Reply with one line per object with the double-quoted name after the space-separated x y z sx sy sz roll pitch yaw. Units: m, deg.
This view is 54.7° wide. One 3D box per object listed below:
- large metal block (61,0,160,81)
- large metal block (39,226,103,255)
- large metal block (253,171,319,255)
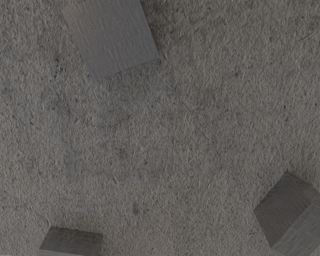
-0.052 -0.109 0.356 0.080 0.050 0.080 -19 109 6 "large metal block"
-0.136 0.203 0.470 0.081 0.050 0.079 10 110 -4 "large metal block"
0.184 0.120 0.426 0.050 0.080 0.080 29 107 -10 "large metal block"
